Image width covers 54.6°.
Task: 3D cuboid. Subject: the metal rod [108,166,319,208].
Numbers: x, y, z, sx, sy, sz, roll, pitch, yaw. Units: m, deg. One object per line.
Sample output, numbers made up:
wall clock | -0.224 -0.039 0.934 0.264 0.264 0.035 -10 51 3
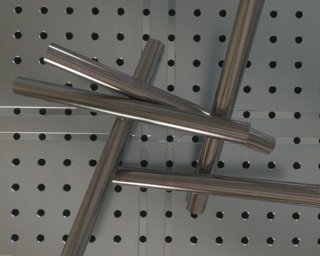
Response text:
metal rod | 0.062 0.068 0.368 0.301 0.025 0.025 3 90 18

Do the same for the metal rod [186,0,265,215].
metal rod | 0.075 -0.028 0.361 0.025 0.025 0.298 11 111 0

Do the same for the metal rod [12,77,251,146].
metal rod | -0.046 -0.025 0.372 0.301 0.025 0.025 13 90 16

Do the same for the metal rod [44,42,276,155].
metal rod | 0.010 -0.031 0.384 0.301 0.025 0.025 22 90 -12

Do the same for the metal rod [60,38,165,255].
metal rod | -0.057 0.025 0.389 0.025 0.025 0.299 21 80 0
